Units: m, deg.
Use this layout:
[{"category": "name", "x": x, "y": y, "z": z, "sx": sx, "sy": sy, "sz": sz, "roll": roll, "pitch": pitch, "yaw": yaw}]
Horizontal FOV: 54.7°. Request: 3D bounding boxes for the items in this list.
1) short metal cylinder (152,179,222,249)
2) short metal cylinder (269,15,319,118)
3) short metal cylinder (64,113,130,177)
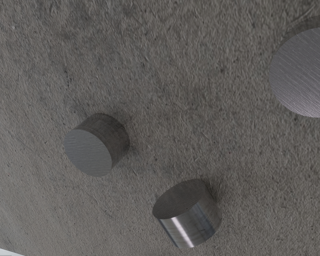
[{"category": "short metal cylinder", "x": 0.037, "y": 0.115, "z": 0.423, "sx": 0.080, "sy": 0.080, "sz": 0.050, "roll": -20, "pitch": 108, "yaw": 35}, {"category": "short metal cylinder", "x": 0.144, "y": -0.056, "z": 0.280, "sx": 0.080, "sy": 0.050, "sz": 0.079, "roll": 13, "pitch": 124, "yaw": 21}, {"category": "short metal cylinder", "x": -0.092, "y": 0.025, "z": 0.454, "sx": 0.080, "sy": 0.050, "sz": 0.079, "roll": 13, "pitch": 124, "yaw": 21}]
